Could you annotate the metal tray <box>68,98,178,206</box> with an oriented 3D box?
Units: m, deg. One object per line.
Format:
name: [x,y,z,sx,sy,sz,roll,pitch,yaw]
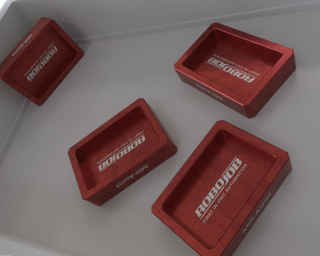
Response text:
metal tray: [-0.053,0.030,0.411,0.130,0.030,0.090,-35,51,4]

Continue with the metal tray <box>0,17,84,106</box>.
metal tray: [-0.207,-0.115,0.543,0.030,0.090,0.130,28,77,37]

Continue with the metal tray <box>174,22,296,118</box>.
metal tray: [0.093,-0.080,0.402,0.090,0.030,0.130,-48,51,-6]

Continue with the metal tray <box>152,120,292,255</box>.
metal tray: [0.064,0.064,0.329,0.090,0.030,0.130,32,79,38]
